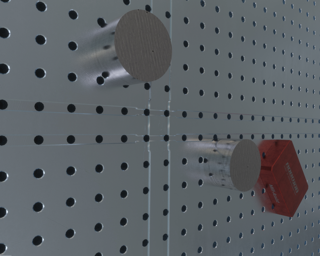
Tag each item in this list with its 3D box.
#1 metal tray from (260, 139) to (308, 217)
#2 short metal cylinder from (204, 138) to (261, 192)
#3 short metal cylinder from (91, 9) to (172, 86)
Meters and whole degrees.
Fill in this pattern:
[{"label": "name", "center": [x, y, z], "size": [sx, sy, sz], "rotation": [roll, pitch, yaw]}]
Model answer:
[{"label": "metal tray", "center": [0.246, 0.099, 0.613], "size": [0.090, 0.030, 0.130], "rotation": [-43, 116, -31]}, {"label": "short metal cylinder", "center": [0.115, 0.057, 0.489], "size": [0.081, 0.050, 0.079], "rotation": [0, 90, -40]}, {"label": "short metal cylinder", "center": [-0.032, -0.092, 0.365], "size": [0.081, 0.050, 0.079], "rotation": [0, 90, -40]}]
